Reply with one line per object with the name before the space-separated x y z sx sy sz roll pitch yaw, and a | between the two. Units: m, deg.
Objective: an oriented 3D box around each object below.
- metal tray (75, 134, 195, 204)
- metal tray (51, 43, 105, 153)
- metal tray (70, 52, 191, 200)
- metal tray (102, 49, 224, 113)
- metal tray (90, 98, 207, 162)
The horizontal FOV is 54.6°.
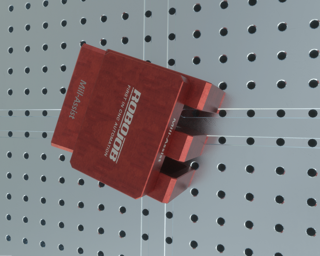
metal tray | -0.030 0.044 0.389 0.130 0.090 0.030 22 98 18
metal tray | -0.097 -0.039 0.410 0.030 0.090 0.129 19 97 -3
metal tray | -0.033 -0.004 0.325 0.090 0.030 0.129 22 97 19
metal tray | 0.005 -0.055 0.375 0.130 0.090 0.030 22 98 19
metal tray | -0.015 0.001 0.382 0.130 0.090 0.030 21 96 17
